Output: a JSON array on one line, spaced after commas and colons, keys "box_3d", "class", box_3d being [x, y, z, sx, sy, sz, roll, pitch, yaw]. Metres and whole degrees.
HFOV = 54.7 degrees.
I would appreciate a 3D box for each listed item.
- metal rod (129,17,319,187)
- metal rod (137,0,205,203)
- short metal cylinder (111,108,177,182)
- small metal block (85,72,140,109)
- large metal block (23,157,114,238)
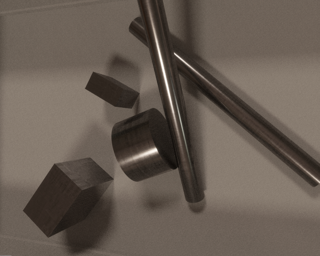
[{"box_3d": [0.074, -0.041, 0.384, 0.300, 0.025, 0.025, 43, 103, 14], "class": "metal rod"}, {"box_3d": [0.011, -0.047, 0.343, 0.025, 0.025, 0.298, -7, 112, 19], "class": "metal rod"}, {"box_3d": [-0.017, 0.021, 0.386, 0.050, 0.080, 0.080, -22, 83, 18], "class": "short metal cylinder"}, {"box_3d": [-0.063, -0.050, 0.418, 0.050, 0.050, 0.025, 31, 100, 17], "class": "small metal block"}, {"box_3d": [-0.122, 0.090, 0.423, 0.050, 0.080, 0.080, 40, 102, 15], "class": "large metal block"}]
